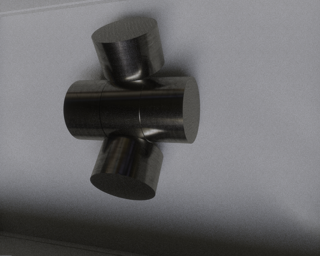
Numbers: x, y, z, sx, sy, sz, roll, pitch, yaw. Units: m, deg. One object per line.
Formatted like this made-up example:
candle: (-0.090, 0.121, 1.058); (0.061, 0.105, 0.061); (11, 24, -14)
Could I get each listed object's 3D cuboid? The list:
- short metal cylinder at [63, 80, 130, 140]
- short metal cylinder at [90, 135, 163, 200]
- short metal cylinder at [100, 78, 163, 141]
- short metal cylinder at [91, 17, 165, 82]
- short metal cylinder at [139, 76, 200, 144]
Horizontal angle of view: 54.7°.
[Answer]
short metal cylinder: (-0.081, -0.023, 0.408); (0.050, 0.080, 0.080); (1, 91, 20)
short metal cylinder: (-0.040, 0.051, 0.386); (0.080, 0.080, 0.050); (0, 56, 20)
short metal cylinder: (-0.033, -0.023, 0.391); (0.050, 0.080, 0.080); (1, 91, 20)
short metal cylinder: (-0.038, -0.099, 0.385); (0.080, 0.080, 0.050); (2, 129, 20)
short metal cylinder: (0.015, -0.022, 0.374); (0.050, 0.080, 0.080); (1, 91, 20)
